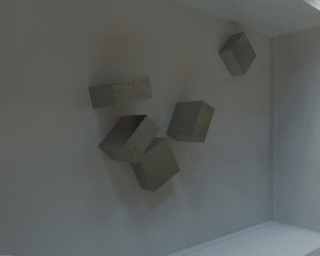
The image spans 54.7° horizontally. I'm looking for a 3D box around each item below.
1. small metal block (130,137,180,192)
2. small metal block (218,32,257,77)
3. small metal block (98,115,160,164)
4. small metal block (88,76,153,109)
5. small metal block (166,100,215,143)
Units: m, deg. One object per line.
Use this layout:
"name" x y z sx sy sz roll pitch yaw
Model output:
"small metal block" -0.007 0.046 0.400 0.050 0.025 0.050 -34 111 -35
"small metal block" 0.130 -0.122 0.515 0.050 0.025 0.050 51 60 -28
"small metal block" -0.036 0.012 0.360 0.025 0.050 0.050 51 60 -28
"small metal block" -0.045 -0.040 0.352 0.050 0.050 0.025 -18 102 -39
"small metal block" 0.041 -0.009 0.425 0.025 0.050 0.050 31 71 -36
